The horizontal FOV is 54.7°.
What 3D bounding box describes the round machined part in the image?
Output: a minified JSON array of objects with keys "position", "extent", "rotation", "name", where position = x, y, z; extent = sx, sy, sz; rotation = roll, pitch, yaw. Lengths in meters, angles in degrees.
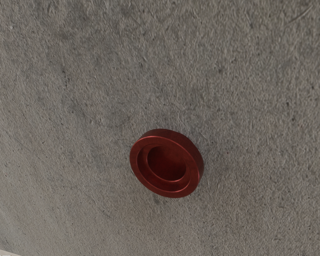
[{"position":[0.012,0.043,0.416],"extent":[0.098,0.042,0.097],"rotation":[13,124,20],"name":"round machined part"}]
